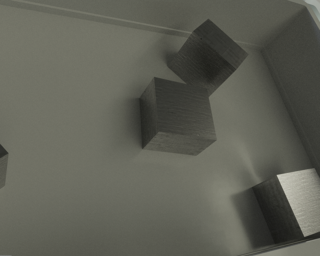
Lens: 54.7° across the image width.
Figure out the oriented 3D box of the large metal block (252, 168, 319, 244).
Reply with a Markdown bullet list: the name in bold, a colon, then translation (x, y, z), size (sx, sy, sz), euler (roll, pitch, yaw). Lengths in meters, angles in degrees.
- **large metal block**: translation (0.188, 0.106, 0.429), size (0.081, 0.050, 0.080), euler (-3, 63, -30)

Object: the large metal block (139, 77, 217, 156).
- **large metal block**: translation (0.021, -0.013, 0.411), size (0.081, 0.050, 0.080), euler (9, 58, -24)

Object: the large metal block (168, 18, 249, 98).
- **large metal block**: translation (0.072, -0.103, 0.474), size (0.080, 0.080, 0.050), euler (42, 51, 0)

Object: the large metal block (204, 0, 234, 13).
- **large metal block**: translation (0.122, -0.295, 0.621), size (0.080, 0.080, 0.050), euler (48, 51, 5)

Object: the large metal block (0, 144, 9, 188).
- **large metal block**: translation (-0.177, 0.040, 0.251), size (0.050, 0.080, 0.080), euler (47, 51, 4)
